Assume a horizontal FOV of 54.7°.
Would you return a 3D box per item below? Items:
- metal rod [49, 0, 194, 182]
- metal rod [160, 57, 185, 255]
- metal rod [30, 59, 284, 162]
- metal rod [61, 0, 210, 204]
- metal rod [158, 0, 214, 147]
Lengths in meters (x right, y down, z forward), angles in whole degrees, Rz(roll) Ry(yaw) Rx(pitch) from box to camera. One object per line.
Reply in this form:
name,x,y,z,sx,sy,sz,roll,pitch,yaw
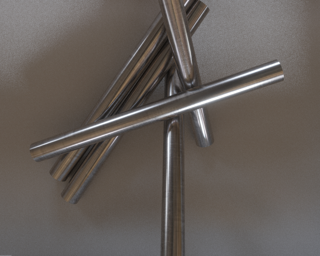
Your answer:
metal rod,-0.047,-0.055,0.385,0.025,0.025,0.299,37,100,-1
metal rod,0.015,0.047,0.352,0.025,0.025,0.299,2,66,0
metal rod,-0.011,-0.016,0.360,0.301,0.025,0.025,-18,90,8
metal rod,-0.035,-0.029,0.395,0.025,0.025,0.299,35,96,-1
metal rod,0.020,-0.104,0.339,0.025,0.025,0.298,-18,121,0
